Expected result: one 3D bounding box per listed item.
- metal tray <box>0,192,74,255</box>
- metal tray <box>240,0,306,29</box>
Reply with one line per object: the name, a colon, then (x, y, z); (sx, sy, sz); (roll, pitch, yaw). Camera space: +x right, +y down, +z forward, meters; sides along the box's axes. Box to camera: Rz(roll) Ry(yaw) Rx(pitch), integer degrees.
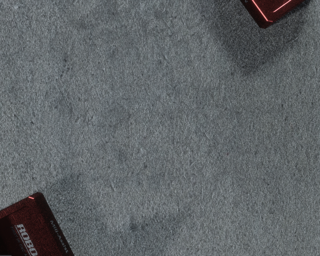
metal tray: (-0.172, 0.162, 0.406); (0.090, 0.030, 0.130); (-27, 90, 0)
metal tray: (0.138, -0.211, 0.408); (0.090, 0.030, 0.130); (-36, 90, 0)
